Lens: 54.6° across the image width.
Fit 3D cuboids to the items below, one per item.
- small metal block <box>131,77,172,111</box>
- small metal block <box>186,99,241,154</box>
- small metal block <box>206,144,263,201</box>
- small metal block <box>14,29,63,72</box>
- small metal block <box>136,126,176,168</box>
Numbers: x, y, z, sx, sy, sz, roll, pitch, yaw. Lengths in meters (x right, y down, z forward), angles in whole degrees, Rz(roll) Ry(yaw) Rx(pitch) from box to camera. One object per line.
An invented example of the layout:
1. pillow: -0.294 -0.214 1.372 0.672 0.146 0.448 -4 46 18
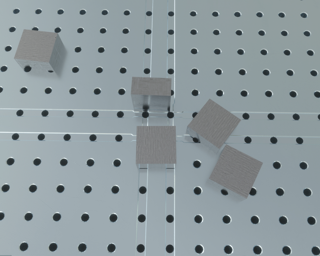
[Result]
1. small metal block: -0.011 -0.044 0.415 0.050 0.050 0.025 2 70 1
2. small metal block: 0.071 -0.002 0.413 0.050 0.025 0.050 36 74 12
3. small metal block: 0.094 0.056 0.392 0.050 0.025 0.050 27 72 9
4. small metal block: -0.176 -0.113 0.452 0.050 0.025 0.050 7 70 2
5. small metal block: -0.005 0.025 0.403 0.050 0.025 0.050 0 70 0
